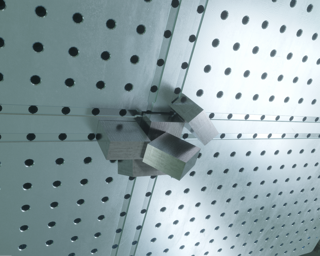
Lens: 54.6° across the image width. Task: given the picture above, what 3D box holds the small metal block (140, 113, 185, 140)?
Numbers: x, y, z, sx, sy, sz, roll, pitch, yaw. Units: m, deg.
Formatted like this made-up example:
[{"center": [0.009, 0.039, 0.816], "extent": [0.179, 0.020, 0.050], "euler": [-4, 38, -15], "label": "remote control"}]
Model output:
[{"center": [0.000, 0.008, 0.415], "extent": [0.050, 0.025, 0.050], "euler": [1, 118, -30], "label": "small metal block"}]

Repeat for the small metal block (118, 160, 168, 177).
[{"center": [-0.023, 0.049, 0.409], "extent": [0.050, 0.050, 0.025], "euler": [1, 86, -29], "label": "small metal block"}]

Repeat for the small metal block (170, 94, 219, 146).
[{"center": [0.046, -0.011, 0.412], "extent": [0.025, 0.050, 0.050], "euler": [-41, 130, -1], "label": "small metal block"}]

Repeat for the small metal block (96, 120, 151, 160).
[{"center": [-0.046, 0.014, 0.378], "extent": [0.050, 0.050, 0.025], "euler": [2, 118, -29], "label": "small metal block"}]

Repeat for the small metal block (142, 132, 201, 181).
[{"center": [0.015, 0.033, 0.377], "extent": [0.050, 0.050, 0.025], "euler": [-31, 142, -59], "label": "small metal block"}]
